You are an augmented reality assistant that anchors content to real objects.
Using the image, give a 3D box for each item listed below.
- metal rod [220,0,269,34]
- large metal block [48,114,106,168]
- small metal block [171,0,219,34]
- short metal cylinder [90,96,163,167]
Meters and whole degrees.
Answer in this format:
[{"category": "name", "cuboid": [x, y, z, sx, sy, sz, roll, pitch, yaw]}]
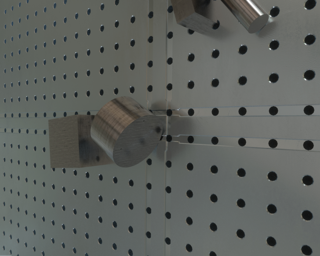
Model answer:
[{"category": "metal rod", "cuboid": [0.032, -0.227, 0.382, 0.025, 0.025, 0.299, -45, 63, 30]}, {"category": "large metal block", "cuboid": [-0.136, 0.023, 0.506, 0.080, 0.050, 0.080, -6, 86, 40]}, {"category": "small metal block", "cuboid": [0.039, -0.144, 0.361, 0.025, 0.050, 0.050, -22, 76, 38]}, {"category": "short metal cylinder", "cuboid": [-0.043, 0.005, 0.409, 0.050, 0.081, 0.079, 38, 113, 33]}]
